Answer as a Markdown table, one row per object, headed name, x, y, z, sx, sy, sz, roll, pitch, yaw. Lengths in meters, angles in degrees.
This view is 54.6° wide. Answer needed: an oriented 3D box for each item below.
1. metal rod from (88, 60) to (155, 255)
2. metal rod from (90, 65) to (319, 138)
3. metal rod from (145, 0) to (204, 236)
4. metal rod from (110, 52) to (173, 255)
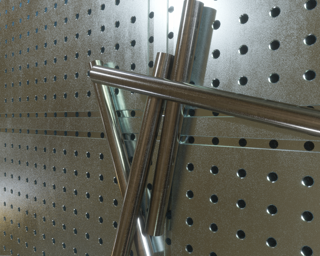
| name | x | y | z | sx | sy | sz | roll | pitch | yaw |
| --- | --- | --- | --- | --- | --- | --- | --- | --- | --- |
| metal rod | -0.061 | 0.037 | 0.461 | 0.025 | 0.025 | 0.299 | -27 | 73 | 37 |
| metal rod | 0.037 | -0.037 | 0.351 | 0.300 | 0.025 | 0.025 | 17 | 101 | 30 |
| metal rod | 0.016 | -0.006 | 0.396 | 0.025 | 0.025 | 0.298 | 16 | 100 | 39 |
| metal rod | -0.025 | 0.050 | 0.410 | 0.025 | 0.025 | 0.298 | 15 | 93 | 39 |
